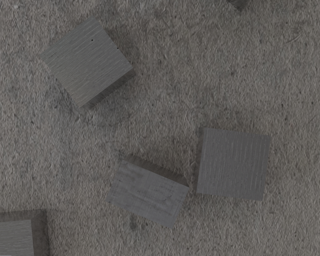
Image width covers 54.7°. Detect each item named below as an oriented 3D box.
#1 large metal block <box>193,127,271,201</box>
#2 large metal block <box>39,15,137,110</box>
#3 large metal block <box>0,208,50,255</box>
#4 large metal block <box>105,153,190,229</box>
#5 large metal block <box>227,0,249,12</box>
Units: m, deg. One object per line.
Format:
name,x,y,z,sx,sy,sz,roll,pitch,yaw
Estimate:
large metal block,0.089,0.044,0.398,0.080,0.050,0.080,7,90,0
large metal block,-0.088,-0.080,0.397,0.080,0.050,0.080,-37,90,0
large metal block,-0.191,0.153,0.396,0.080,0.050,0.080,-5,90,0
large metal block,-0.014,0.073,0.382,0.080,0.080,0.050,23,90,0
large metal block,0.105,-0.215,0.398,0.080,0.050,0.080,41,90,0
